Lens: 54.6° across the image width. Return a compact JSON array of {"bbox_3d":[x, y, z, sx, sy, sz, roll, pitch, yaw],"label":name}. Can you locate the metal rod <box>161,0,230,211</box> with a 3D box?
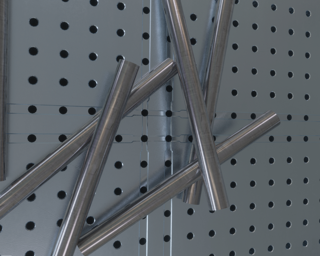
[{"bbox_3d":[0.041,-0.048,0.394,0.025,0.025,0.299,-9,81,-20],"label":"metal rod"}]

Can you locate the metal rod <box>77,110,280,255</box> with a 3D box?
[{"bbox_3d":[0.030,0.066,0.401,0.301,0.025,0.025,-33,101,-9],"label":"metal rod"}]

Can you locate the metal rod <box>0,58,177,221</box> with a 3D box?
[{"bbox_3d":[-0.092,0.011,0.378,0.301,0.025,0.025,-41,103,-15],"label":"metal rod"}]

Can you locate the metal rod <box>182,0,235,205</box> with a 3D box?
[{"bbox_3d":[0.069,-0.044,0.437,0.025,0.025,0.299,12,86,-20],"label":"metal rod"}]

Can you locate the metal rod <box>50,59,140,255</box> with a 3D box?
[{"bbox_3d":[-0.085,0.065,0.362,0.025,0.025,0.299,19,90,-19],"label":"metal rod"}]

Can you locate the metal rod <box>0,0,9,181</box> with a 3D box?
[{"bbox_3d":[-0.183,-0.091,0.345,0.025,0.025,0.298,1,90,-20],"label":"metal rod"}]
